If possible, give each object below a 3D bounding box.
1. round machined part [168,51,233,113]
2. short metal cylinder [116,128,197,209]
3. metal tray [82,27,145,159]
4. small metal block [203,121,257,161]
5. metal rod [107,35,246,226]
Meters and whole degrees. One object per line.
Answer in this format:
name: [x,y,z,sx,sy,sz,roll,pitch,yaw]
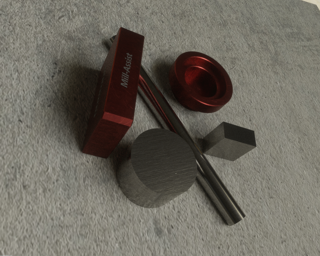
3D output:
round machined part: [0.056,-0.064,0.465,0.099,0.042,0.098,14,56,-21]
short metal cylinder: [-0.005,0.047,0.359,0.081,0.050,0.080,14,56,-21]
metal tray: [-0.054,-0.041,0.360,0.030,0.090,0.130,17,55,-19]
small metal block: [0.095,0.020,0.427,0.050,0.050,0.025,15,56,-20]
metal rod: [0.016,-0.005,0.420,0.025,0.025,0.299,-25,75,-37]
